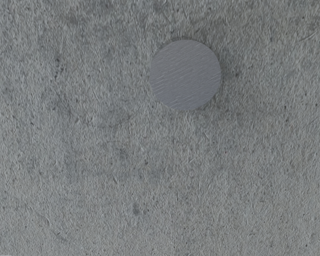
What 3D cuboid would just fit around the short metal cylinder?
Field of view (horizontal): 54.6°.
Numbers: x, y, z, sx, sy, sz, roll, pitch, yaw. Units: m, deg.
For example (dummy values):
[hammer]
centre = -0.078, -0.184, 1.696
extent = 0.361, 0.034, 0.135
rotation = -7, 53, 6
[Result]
[short metal cylinder]
centre = 0.028, -0.067, 0.372
extent = 0.080, 0.050, 0.079
rotation = 0, 110, 0
